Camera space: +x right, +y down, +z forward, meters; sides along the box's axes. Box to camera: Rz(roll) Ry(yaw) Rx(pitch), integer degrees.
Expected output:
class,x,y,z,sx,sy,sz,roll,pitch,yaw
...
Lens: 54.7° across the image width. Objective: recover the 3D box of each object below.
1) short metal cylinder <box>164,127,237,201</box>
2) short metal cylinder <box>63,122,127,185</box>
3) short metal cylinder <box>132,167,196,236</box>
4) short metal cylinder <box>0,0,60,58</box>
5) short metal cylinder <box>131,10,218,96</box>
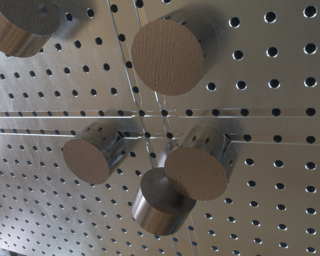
class,x,y,z,sx,sy,sz,roll,pitch,yaw
short metal cylinder,0.052,0.045,0.395,0.080,0.050,0.079,13,124,20
short metal cylinder,-0.098,0.038,0.468,0.080,0.050,0.079,13,124,20
short metal cylinder,0.005,0.102,0.435,0.080,0.080,0.050,29,128,9
short metal cylinder,-0.173,-0.135,0.381,0.050,0.080,0.080,-30,102,37
short metal cylinder,0.017,-0.081,0.335,0.080,0.050,0.079,13,124,20
